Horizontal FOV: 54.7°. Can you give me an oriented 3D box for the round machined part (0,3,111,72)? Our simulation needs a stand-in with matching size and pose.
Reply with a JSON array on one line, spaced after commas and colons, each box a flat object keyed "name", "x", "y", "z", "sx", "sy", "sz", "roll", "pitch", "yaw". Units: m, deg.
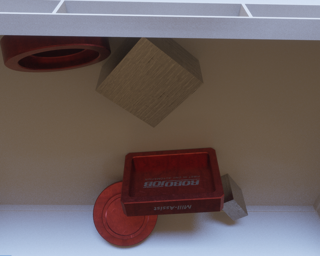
[{"name": "round machined part", "x": -0.100, "y": -0.086, "z": 0.299, "sx": 0.098, "sy": 0.098, "sz": 0.042, "roll": -10, "pitch": 91, "yaw": 8}]

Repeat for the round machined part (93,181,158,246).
[{"name": "round machined part", "x": -0.052, "y": 0.130, "z": 0.471, "sx": 0.099, "sy": 0.097, "sz": 0.042, "roll": 5, "pitch": 174, "yaw": -5}]

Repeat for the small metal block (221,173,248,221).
[{"name": "small metal block", "x": 0.111, "y": 0.109, "z": 0.487, "sx": 0.025, "sy": 0.050, "sz": 0.050, "roll": -28, "pitch": 125, "yaw": 21}]

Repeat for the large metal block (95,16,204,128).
[{"name": "large metal block", "x": -0.012, "y": -0.059, "z": 0.342, "sx": 0.080, "sy": 0.050, "sz": 0.080, "roll": 33, "pitch": 122, "yaw": -25}]

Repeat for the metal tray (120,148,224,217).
[{"name": "metal tray", "x": 0.016, "y": 0.072, "z": 0.428, "sx": 0.131, "sy": 0.090, "sz": 0.030, "roll": -4, "pitch": 130, "yaw": 3}]
